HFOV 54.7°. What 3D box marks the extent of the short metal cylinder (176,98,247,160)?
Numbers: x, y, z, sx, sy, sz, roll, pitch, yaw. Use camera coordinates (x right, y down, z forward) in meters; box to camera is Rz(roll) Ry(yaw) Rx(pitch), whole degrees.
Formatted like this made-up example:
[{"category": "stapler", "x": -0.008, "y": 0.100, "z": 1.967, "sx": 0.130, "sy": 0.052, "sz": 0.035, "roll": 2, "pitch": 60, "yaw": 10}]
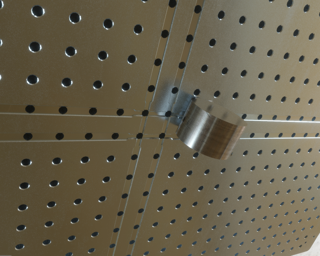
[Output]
[{"category": "short metal cylinder", "x": 0.068, "y": -0.001, "z": 0.414, "sx": 0.081, "sy": 0.080, "sz": 0.050, "roll": 11, "pitch": 113, "yaw": -34}]
